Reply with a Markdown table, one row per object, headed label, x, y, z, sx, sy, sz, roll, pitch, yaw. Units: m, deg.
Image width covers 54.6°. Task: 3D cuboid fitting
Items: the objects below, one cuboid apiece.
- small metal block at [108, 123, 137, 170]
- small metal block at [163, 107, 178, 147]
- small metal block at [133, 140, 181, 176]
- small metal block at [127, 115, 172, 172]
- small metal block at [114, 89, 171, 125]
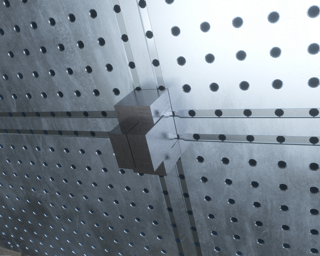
| label | x | y | z | sx | sy | sz | roll | pitch | yaw |
| --- | --- | --- | --- | --- | --- | --- | --- | --- | --- |
| small metal block | -0.035 | 0.017 | 0.392 | 0.025 | 0.050 | 0.050 | 2 | 119 | 27 |
| small metal block | -0.008 | -0.001 | 0.415 | 0.050 | 0.025 | 0.050 | 2 | 120 | 28 |
| small metal block | -0.005 | 0.038 | 0.421 | 0.050 | 0.050 | 0.025 | 2 | 119 | 27 |
| small metal block | -0.011 | 0.017 | 0.380 | 0.025 | 0.050 | 0.050 | 3 | 120 | 28 |
| small metal block | -0.021 | -0.027 | 0.389 | 0.050 | 0.050 | 0.025 | 2 | 120 | 27 |
